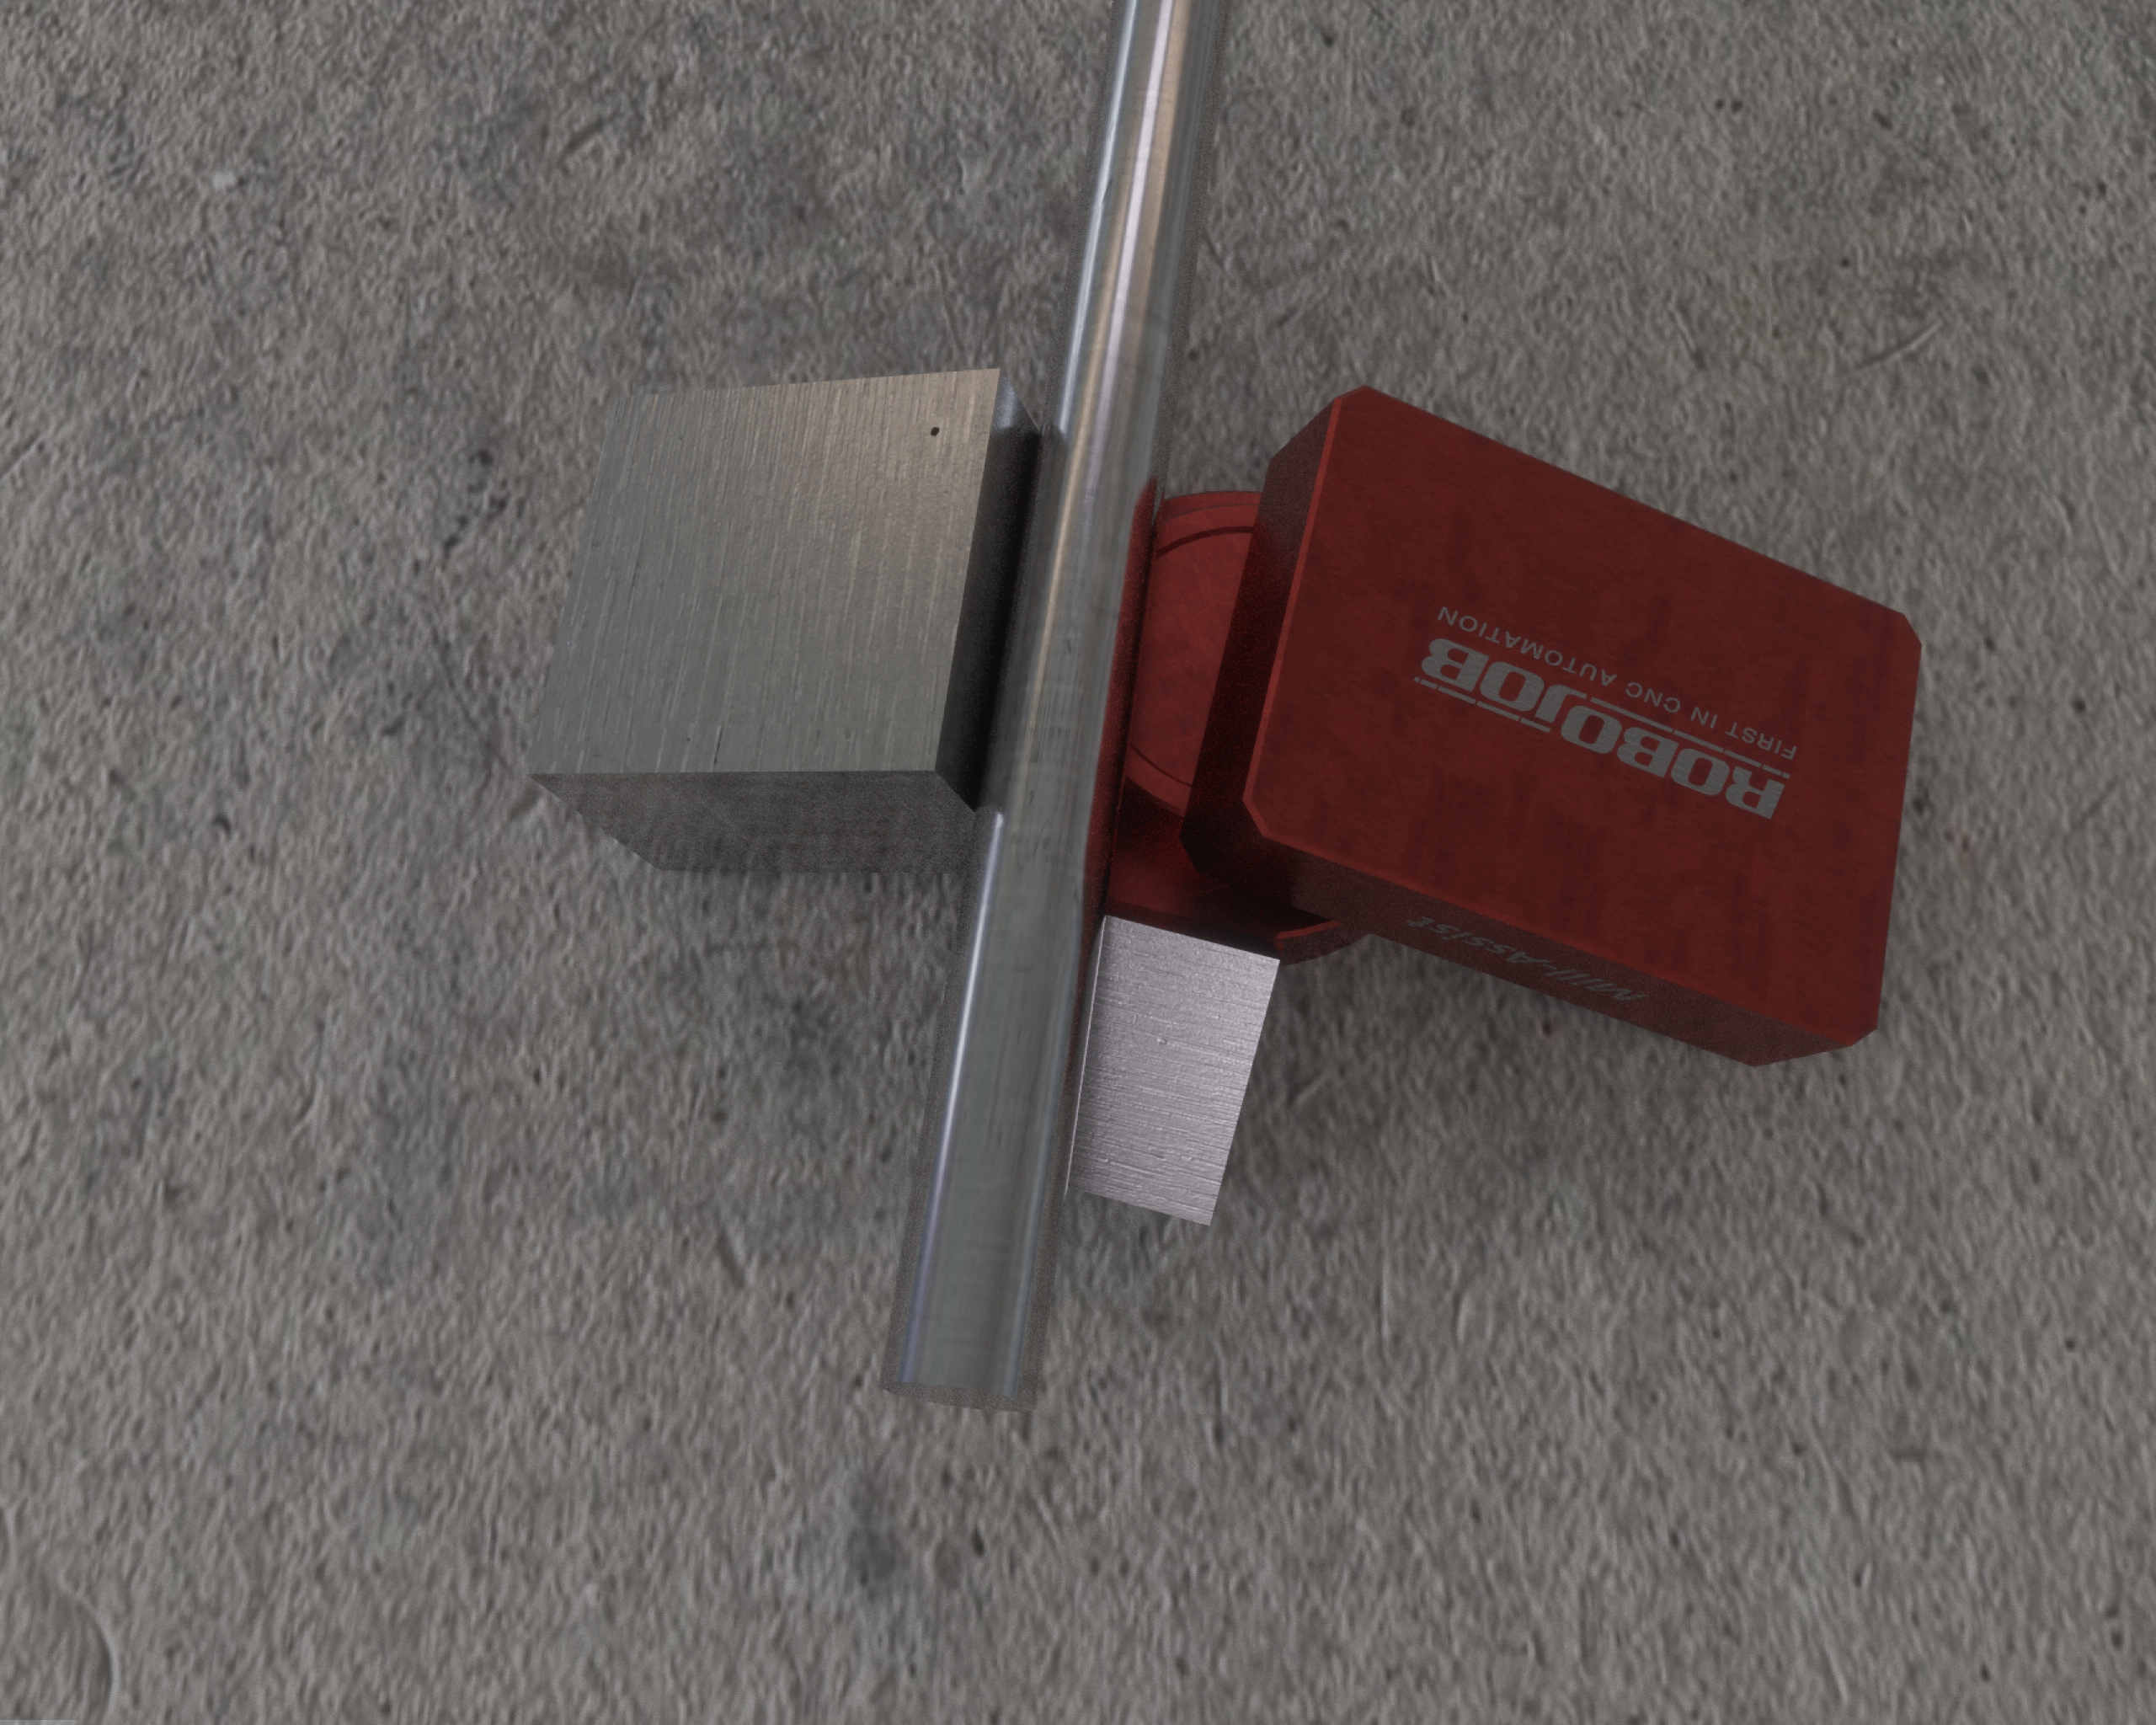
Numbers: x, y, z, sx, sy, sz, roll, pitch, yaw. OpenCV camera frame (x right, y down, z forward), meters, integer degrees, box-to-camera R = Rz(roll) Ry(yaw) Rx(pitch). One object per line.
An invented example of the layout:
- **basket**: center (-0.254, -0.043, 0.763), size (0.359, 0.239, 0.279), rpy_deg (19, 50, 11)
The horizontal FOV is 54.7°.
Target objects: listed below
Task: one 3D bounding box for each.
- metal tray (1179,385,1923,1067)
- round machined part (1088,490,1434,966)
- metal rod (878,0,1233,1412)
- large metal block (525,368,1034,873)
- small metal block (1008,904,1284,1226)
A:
- **metal tray**: center (0.092, -0.023, 0.392), size (0.131, 0.030, 0.090), rpy_deg (19, 71, -15)
- **round machined part**: center (0.032, -0.031, 0.412), size (0.099, 0.042, 0.098), rpy_deg (0, 70, 0)
- **metal rod**: center (0.001, -0.053, 0.384), size (0.025, 0.025, 0.299), rpy_deg (7, 68, 2)
- **large metal block**: center (-0.049, -0.044, 0.400), size (0.080, 0.050, 0.080), rpy_deg (0, 69, 19)
- **small metal block**: center (0.007, 0.034, 0.387), size (0.050, 0.025, 0.050), rpy_deg (15, 96, 6)
